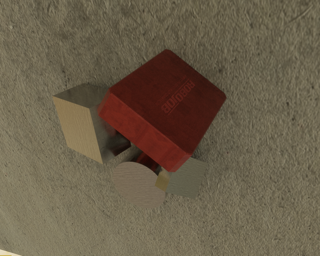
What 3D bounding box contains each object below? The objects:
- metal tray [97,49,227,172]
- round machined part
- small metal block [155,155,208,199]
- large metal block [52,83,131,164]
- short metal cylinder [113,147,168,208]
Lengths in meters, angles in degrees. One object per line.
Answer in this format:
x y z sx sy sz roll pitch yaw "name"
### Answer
0.010 -0.026 0.317 0.090 0.131 0.030 39 129 1 "metal tray"
-0.006 -0.008 0.395 0.098 0.042 0.097 13 124 20 "round machined part"
0.028 0.060 0.399 0.050 0.050 0.025 21 178 -34 "small metal block"
-0.091 -0.008 0.417 0.080 0.050 0.079 18 128 38 "large metal block"
-0.019 0.067 0.443 0.080 0.050 0.079 13 124 20 "short metal cylinder"
